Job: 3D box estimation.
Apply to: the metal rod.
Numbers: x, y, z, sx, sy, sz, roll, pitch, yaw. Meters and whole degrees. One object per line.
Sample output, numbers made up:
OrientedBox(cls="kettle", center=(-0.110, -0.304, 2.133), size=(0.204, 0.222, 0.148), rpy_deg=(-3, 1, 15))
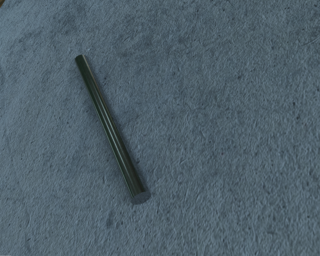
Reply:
OrientedBox(cls="metal rod", center=(-0.081, -0.018, 0.458), size=(0.025, 0.025, 0.300), rpy_deg=(-35, 51, 6))
